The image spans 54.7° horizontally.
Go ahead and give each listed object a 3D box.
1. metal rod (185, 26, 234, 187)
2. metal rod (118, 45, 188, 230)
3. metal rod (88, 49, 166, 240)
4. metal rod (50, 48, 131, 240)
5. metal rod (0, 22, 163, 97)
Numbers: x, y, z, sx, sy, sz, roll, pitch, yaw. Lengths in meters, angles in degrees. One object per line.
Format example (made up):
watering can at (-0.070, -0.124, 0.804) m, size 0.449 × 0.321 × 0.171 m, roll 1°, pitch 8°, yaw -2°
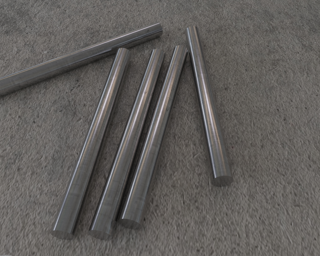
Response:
metal rod at (0.064, -0.054, 0.448) m, size 0.025 × 0.025 × 0.300 m, roll -2°, pitch 50°, yaw -2°
metal rod at (0.001, -0.013, 0.413) m, size 0.025 × 0.025 × 0.300 m, roll 10°, pitch 51°, yaw 8°
metal rod at (-0.032, -0.005, 0.406) m, size 0.025 × 0.025 × 0.300 m, roll 9°, pitch 50°, yaw 7°
metal rod at (-0.078, -0.006, 0.407) m, size 0.025 × 0.025 × 0.300 m, roll 6°, pitch 50°, yaw 5°
metal rod at (-0.128, -0.113, 0.496) m, size 0.302 × 0.025 × 0.025 m, roll -27°, pitch 55°, yaw -21°
